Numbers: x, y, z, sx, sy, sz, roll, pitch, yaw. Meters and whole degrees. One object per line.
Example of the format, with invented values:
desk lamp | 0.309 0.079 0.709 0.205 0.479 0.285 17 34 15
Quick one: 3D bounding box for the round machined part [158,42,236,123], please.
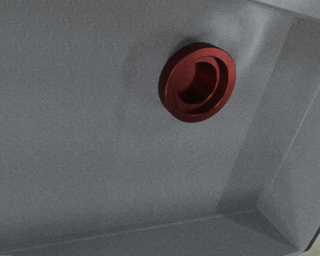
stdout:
round machined part | 0.042 -0.059 0.386 0.099 0.042 0.097 -14 125 -21
